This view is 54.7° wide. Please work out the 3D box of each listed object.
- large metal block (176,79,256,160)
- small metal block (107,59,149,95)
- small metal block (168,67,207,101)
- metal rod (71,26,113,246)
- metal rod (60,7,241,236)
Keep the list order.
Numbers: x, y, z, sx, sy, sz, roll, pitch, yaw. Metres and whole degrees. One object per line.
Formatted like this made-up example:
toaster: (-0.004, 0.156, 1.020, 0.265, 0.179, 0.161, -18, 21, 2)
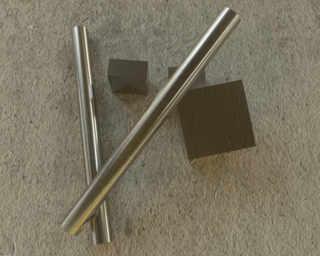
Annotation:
large metal block: (0.064, -0.010, 0.385, 0.080, 0.050, 0.080, -12, 90, -1)
small metal block: (-0.041, -0.068, 0.419, 0.050, 0.050, 0.025, 4, 70, 1)
small metal block: (0.037, -0.057, 0.429, 0.050, 0.025, 0.050, -1, 70, -1)
metal rod: (-0.093, -0.005, 0.408, 0.025, 0.025, 0.299, -9, 70, -4)
metal rod: (-0.011, -0.006, 0.347, 0.025, 0.025, 0.299, 37, 91, 12)
